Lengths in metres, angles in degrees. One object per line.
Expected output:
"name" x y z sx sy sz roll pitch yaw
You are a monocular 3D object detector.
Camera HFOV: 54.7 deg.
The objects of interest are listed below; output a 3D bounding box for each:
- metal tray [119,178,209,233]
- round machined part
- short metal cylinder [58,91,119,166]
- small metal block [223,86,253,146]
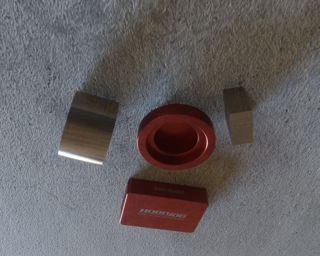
"metal tray" 0.005 0.131 0.516 0.131 0.030 0.089 10 130 -9
"round machined part" 0.021 0.007 0.403 0.099 0.042 0.097 0 130 0
"short metal cylinder" -0.085 0.001 0.371 0.050 0.080 0.079 16 128 -13
"small metal block" 0.095 -0.015 0.379 0.025 0.050 0.050 -9 130 8
